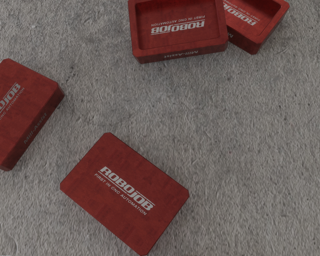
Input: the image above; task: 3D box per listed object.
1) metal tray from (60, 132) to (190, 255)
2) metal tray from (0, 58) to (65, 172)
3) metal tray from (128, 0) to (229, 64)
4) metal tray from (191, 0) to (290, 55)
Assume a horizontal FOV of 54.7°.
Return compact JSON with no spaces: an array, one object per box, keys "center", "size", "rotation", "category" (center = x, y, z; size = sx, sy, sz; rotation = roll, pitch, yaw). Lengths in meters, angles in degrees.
[{"center":[-0.042,0.078,0.377],"size":[0.130,0.030,0.090],"rotation":[36,74,12],"category":"metal tray"},{"center":[-0.203,-0.020,0.411],"size":[0.090,0.030,0.130],"rotation":[27,72,9],"category":"metal tray"},{"center":[0.025,-0.147,0.438],"size":[0.131,0.030,0.090],"rotation":[-7,81,8],"category":"metal tray"},{"center":[0.115,-0.181,0.472],"size":[0.130,0.030,0.090],"rotation":[35,74,12],"category":"metal tray"}]
